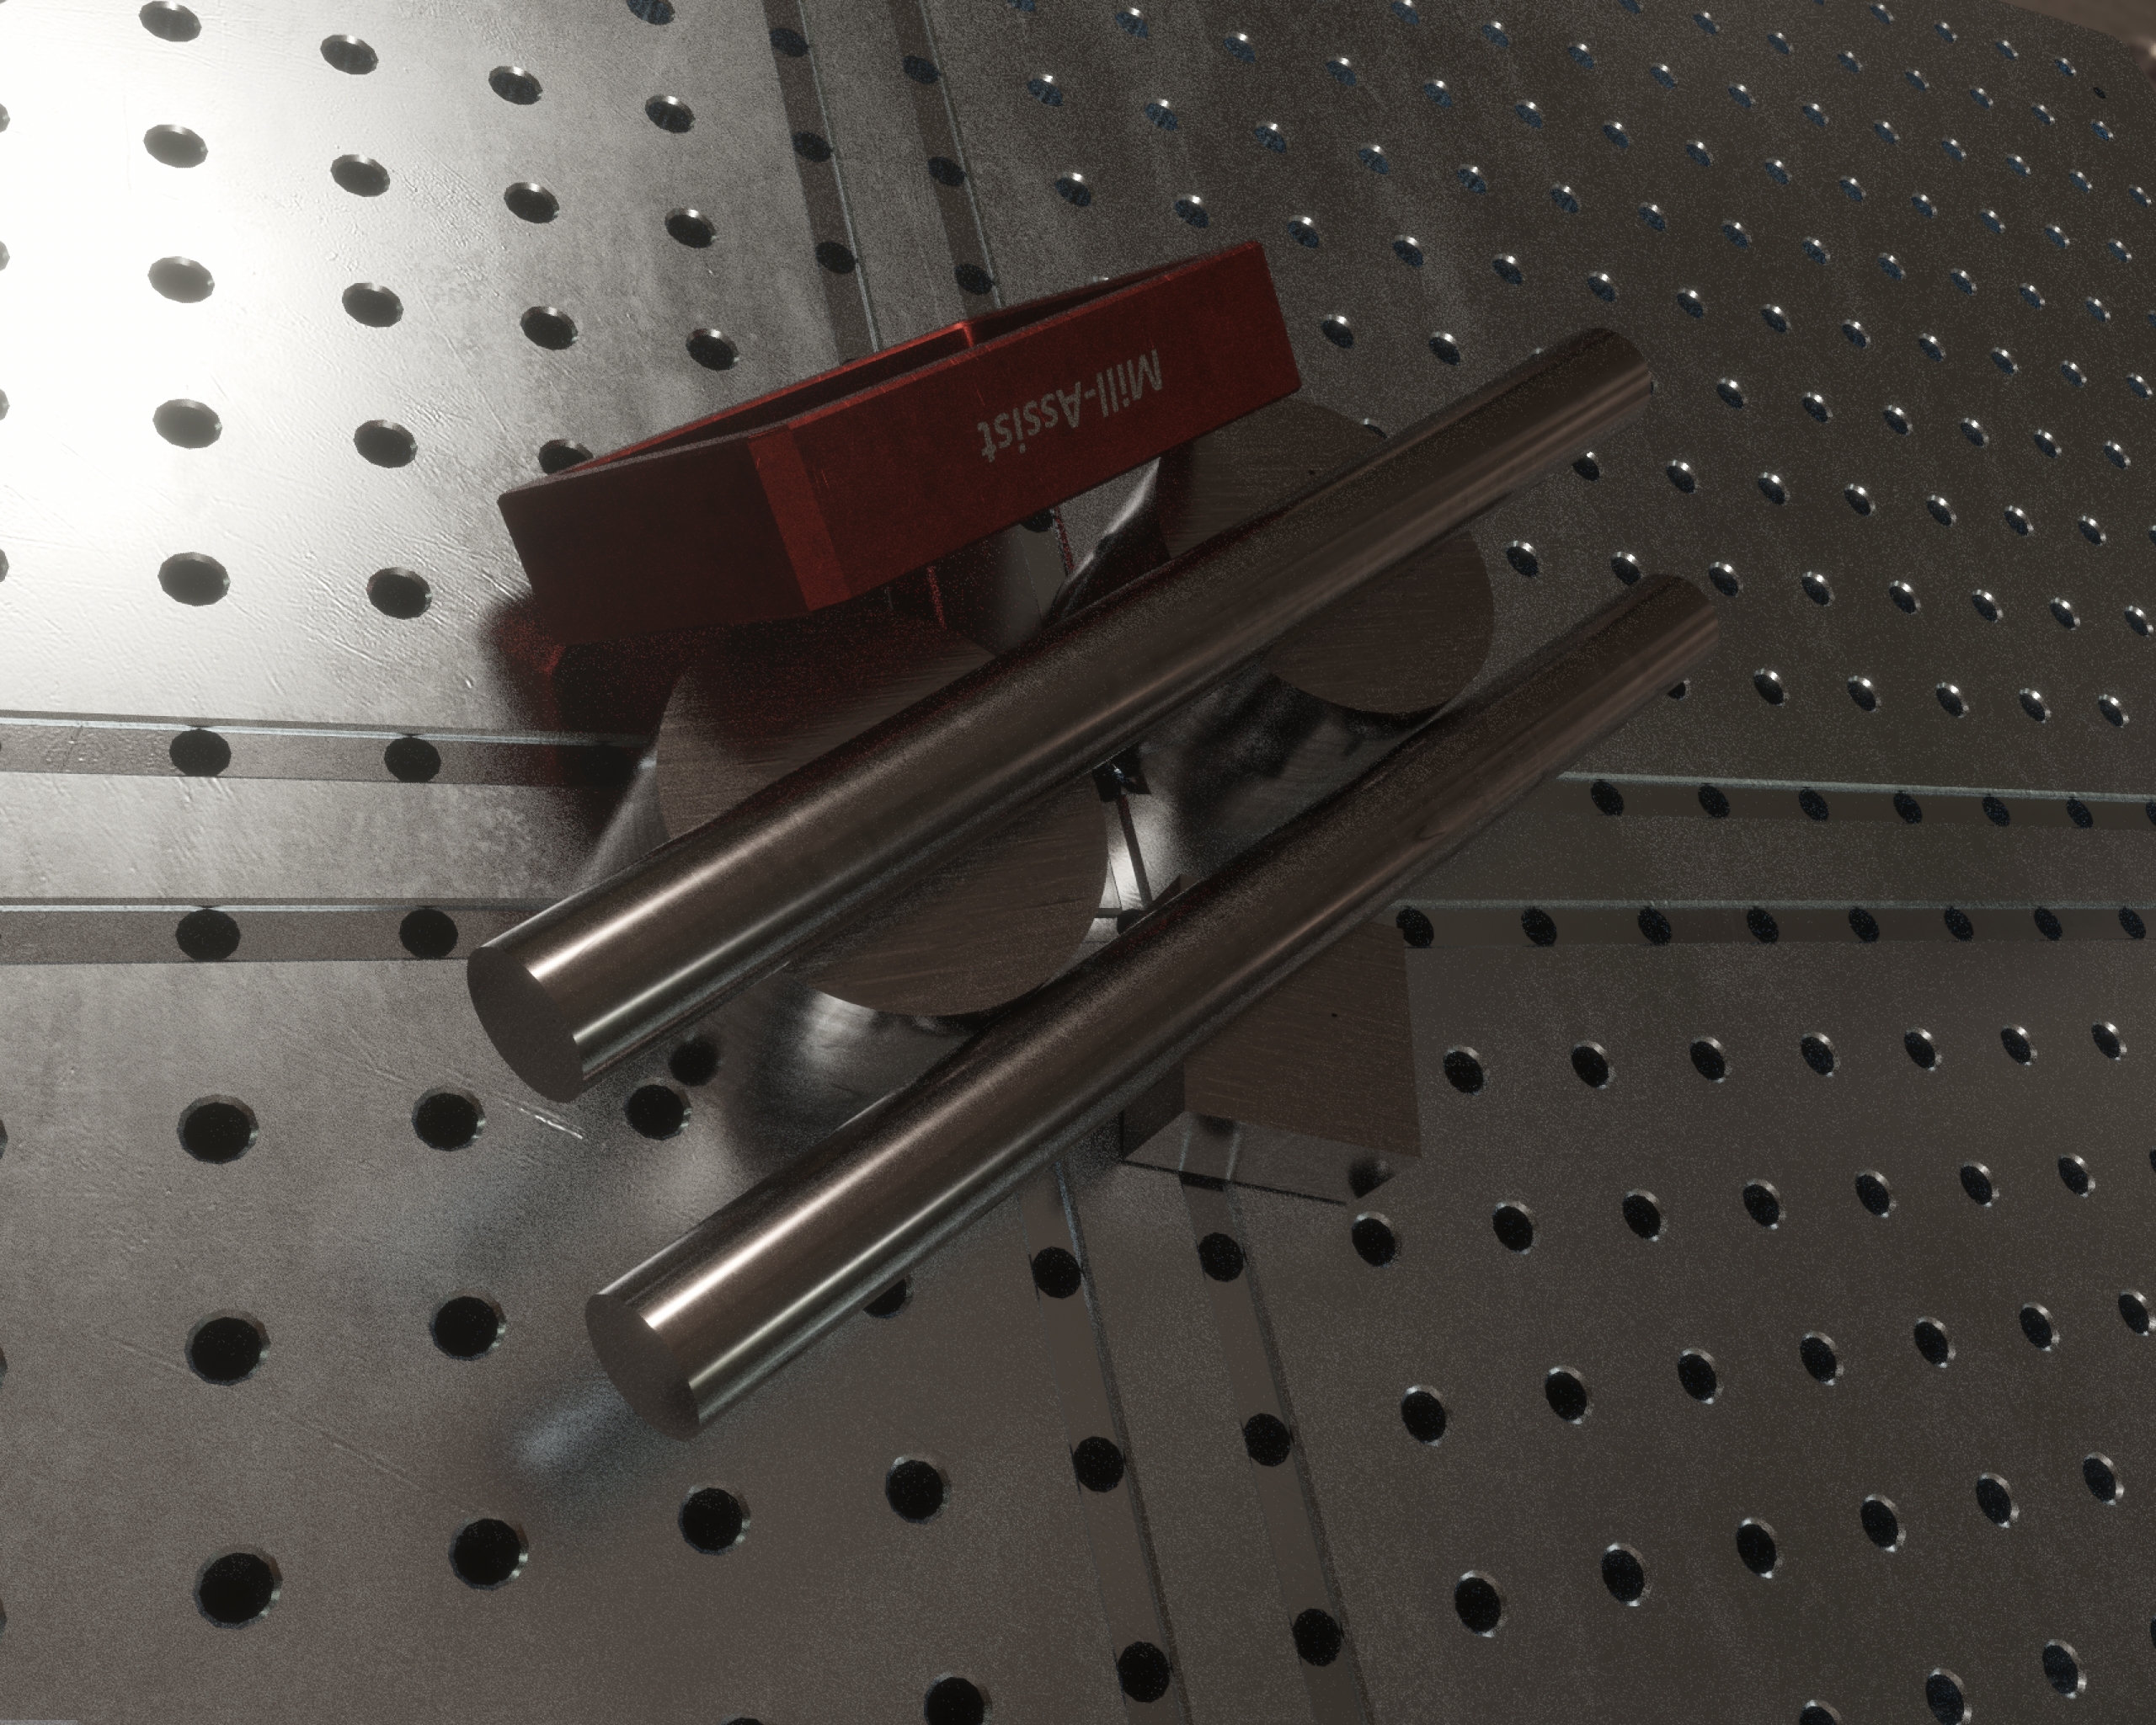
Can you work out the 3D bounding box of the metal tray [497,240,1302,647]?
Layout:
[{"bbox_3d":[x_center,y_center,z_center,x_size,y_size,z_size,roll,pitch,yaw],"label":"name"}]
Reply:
[{"bbox_3d":[-0.031,-0.081,0.398,0.131,0.090,0.030,-33,112,-38],"label":"metal tray"}]

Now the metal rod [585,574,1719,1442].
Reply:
[{"bbox_3d":[0.038,0.008,0.391,0.302,0.025,0.025,-33,80,-38],"label":"metal rod"}]

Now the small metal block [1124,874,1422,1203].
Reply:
[{"bbox_3d":[0.037,0.035,0.407,0.050,0.025,0.050,14,56,-21],"label":"small metal block"}]

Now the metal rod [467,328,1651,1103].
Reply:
[{"bbox_3d":[0.021,-0.044,0.382,0.302,0.025,0.025,-34,81,-38],"label":"metal rod"}]

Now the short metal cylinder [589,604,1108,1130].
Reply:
[{"bbox_3d":[-0.042,0.001,0.370,0.081,0.050,0.080,14,56,-21],"label":"short metal cylinder"}]

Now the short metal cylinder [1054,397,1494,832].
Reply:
[{"bbox_3d":[0.041,-0.053,0.449,0.081,0.050,0.080,14,56,-21],"label":"short metal cylinder"}]
